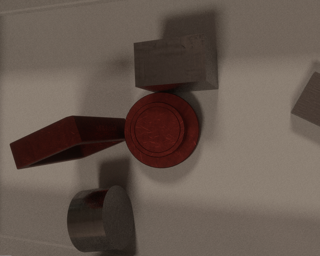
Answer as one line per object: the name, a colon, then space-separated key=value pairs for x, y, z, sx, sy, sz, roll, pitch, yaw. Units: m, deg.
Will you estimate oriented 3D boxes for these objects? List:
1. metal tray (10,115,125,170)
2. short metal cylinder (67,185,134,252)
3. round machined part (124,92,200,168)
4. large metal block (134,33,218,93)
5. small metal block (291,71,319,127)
metal tray: x=-0.104 y=0.016 z=0.390 sx=0.090 sy=0.130 sz=0.030 roll=-22 pitch=83 yaw=18
short metal cylinder: x=-0.076 y=0.119 z=0.407 sx=0.050 sy=0.080 sz=0.080 roll=-12 pitch=86 yaw=19
round machined part: x=0.001 y=0.002 z=0.394 sx=0.098 sy=0.042 sz=0.097 roll=0 pitch=88 yaw=12
large metal block: x=0.023 y=-0.073 z=0.373 sx=0.080 sy=0.080 sz=0.050 roll=-2 pitch=89 yaw=19
small metal block: x=0.183 y=-0.028 z=0.346 sx=0.050 sy=0.025 sz=0.050 roll=29 pitch=99 yaw=17
